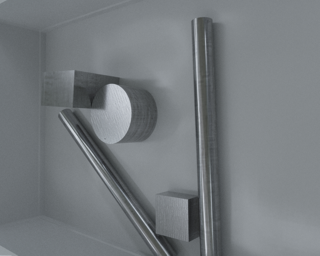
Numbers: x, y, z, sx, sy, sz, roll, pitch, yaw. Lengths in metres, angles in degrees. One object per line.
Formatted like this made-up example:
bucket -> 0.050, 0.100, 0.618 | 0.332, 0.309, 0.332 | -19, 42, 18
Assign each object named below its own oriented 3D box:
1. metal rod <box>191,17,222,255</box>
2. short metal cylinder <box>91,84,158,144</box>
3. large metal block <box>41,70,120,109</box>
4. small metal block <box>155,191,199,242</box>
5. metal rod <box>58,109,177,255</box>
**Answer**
metal rod -> 0.055, 0.023, 0.360 | 0.025, 0.025, 0.298 | -3, 88, 39
short metal cylinder -> -0.050, -0.019, 0.430 | 0.080, 0.050, 0.079 | 0, 90, 39
large metal block -> -0.120, -0.055, 0.467 | 0.080, 0.081, 0.050 | 6, 94, 39
small metal block -> 0.022, 0.109, 0.387 | 0.050, 0.025, 0.050 | -1, 89, 39
metal rod -> -0.077, 0.073, 0.467 | 0.300, 0.025, 0.025 | 47, 118, 29
